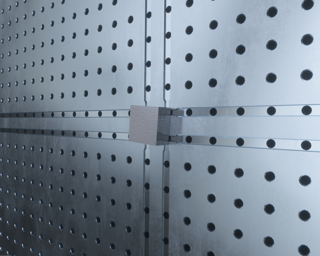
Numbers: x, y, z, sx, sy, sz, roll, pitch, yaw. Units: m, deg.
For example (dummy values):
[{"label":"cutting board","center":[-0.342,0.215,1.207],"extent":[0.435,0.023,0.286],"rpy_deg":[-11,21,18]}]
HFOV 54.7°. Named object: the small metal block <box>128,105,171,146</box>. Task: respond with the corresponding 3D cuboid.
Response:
[{"label":"small metal block","center":[-0.015,-0.004,0.419],"extent":[0.050,0.025,0.050],"rpy_deg":[7,94,39]}]
